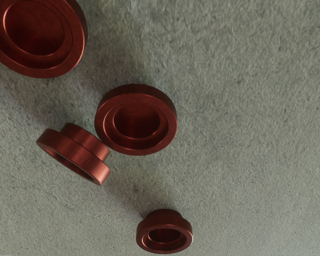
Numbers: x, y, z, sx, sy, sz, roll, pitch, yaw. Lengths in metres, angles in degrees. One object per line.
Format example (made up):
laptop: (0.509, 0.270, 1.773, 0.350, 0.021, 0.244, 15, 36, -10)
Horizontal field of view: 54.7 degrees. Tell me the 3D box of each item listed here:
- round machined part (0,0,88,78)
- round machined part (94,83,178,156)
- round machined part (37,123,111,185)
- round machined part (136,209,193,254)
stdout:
round machined part: (-0.121, -0.102, 0.308, 0.099, 0.042, 0.097, -1, 130, 0)
round machined part: (-0.028, -0.014, 0.384, 0.099, 0.042, 0.097, -1, 130, 0)
round machined part: (-0.104, 0.030, 0.399, 0.098, 0.042, 0.098, 28, 159, 12)
round machined part: (0.008, 0.180, 0.550, 0.099, 0.042, 0.097, -1, 130, 0)
